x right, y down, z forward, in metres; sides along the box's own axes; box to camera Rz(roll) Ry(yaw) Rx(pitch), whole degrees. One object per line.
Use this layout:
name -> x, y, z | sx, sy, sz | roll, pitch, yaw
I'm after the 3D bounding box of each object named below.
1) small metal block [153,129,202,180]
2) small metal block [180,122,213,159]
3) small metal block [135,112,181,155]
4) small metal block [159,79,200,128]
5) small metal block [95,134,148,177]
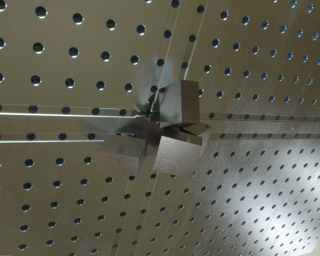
small metal block -> 0.023, 0.032, 0.395 | 0.050, 0.025, 0.050 | 14, 115, 1
small metal block -> 0.045, 0.021, 0.434 | 0.050, 0.025, 0.050 | -22, 134, -55
small metal block -> -0.003, 0.009, 0.414 | 0.050, 0.025, 0.050 | 2, 117, -29
small metal block -> 0.023, -0.027, 0.377 | 0.025, 0.050, 0.050 | 3, 81, -29
small metal block -> -0.045, 0.032, 0.376 | 0.050, 0.050, 0.025 | 9, 113, 6
